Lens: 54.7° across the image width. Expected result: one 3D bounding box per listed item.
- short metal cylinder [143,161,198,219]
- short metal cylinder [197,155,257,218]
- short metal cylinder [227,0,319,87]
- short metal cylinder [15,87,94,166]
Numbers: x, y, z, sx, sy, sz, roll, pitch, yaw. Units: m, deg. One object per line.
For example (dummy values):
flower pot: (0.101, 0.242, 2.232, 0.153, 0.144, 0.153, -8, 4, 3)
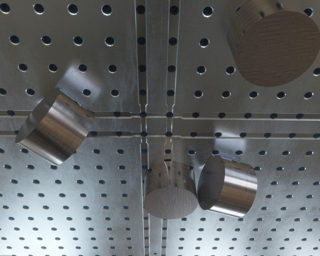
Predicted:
short metal cylinder: (0.016, 0.097, 0.478, 0.081, 0.050, 0.079, 0, 130, 0)
short metal cylinder: (0.095, 0.084, 0.448, 0.050, 0.080, 0.079, 17, 128, -15)
short metal cylinder: (0.114, -0.090, 0.320, 0.081, 0.050, 0.079, 0, 130, 0)
short metal cylinder: (-0.126, -0.002, 0.372, 0.080, 0.080, 0.050, -35, 122, 25)
